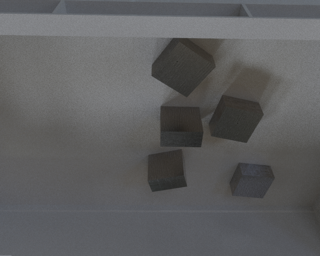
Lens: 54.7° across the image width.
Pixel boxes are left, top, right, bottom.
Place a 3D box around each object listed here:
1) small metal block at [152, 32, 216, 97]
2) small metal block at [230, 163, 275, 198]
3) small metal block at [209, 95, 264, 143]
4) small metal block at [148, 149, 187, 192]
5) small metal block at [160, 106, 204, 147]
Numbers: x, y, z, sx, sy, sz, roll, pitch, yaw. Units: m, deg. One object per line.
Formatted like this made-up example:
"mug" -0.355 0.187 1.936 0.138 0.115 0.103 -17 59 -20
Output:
"small metal block" 0.026 -0.070 0.350 0.050 0.025 0.050 29 124 -23
"small metal block" 0.142 0.082 0.481 0.050 0.025 0.050 6 130 -6
"small metal block" 0.097 -0.011 0.401 0.050 0.025 0.050 11 129 -10
"small metal block" 0.010 0.061 0.445 0.050 0.050 0.025 -10 129 8
"small metal block" 0.026 -0.002 0.391 0.050 0.050 0.025 1 130 -2
